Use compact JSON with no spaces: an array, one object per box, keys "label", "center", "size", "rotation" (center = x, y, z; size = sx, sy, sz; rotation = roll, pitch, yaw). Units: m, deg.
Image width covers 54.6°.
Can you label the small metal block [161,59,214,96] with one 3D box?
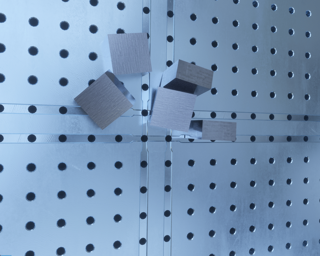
[{"label":"small metal block","center":[0.035,-0.063,0.410],"size":[0.050,0.050,0.025],"rotation":[15,76,-20]}]

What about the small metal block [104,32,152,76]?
[{"label":"small metal block","center":[-0.041,-0.093,0.397],"size":[0.050,0.025,0.050],"rotation":[-9,93,-20]}]

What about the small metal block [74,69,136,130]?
[{"label":"small metal block","center":[-0.066,-0.034,0.376],"size":[0.050,0.025,0.050],"rotation":[-37,104,15]}]

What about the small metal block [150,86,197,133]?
[{"label":"small metal block","center":[0.016,-0.025,0.407],"size":[0.050,0.025,0.050],"rotation":[11,99,-6]}]

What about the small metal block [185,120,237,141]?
[{"label":"small metal block","center":[0.069,0.003,0.424],"size":[0.050,0.050,0.025],"rotation":[3,89,-20]}]
